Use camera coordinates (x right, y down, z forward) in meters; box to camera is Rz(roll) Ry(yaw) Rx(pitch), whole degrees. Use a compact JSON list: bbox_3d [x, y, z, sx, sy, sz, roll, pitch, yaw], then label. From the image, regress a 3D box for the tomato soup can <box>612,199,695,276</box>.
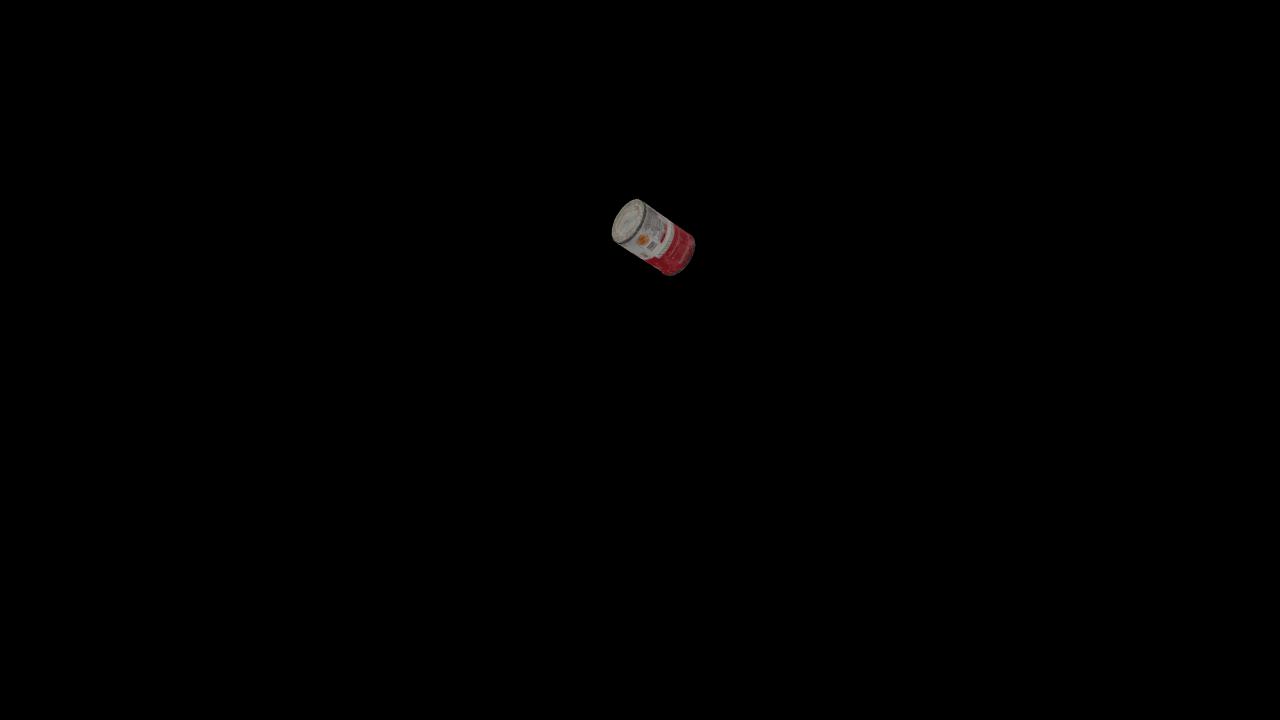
[{"bbox_3d":[0.018,-0.168,0.849,0.101,0.068,0.068,26,-17,-37],"label":"tomato soup can"}]
